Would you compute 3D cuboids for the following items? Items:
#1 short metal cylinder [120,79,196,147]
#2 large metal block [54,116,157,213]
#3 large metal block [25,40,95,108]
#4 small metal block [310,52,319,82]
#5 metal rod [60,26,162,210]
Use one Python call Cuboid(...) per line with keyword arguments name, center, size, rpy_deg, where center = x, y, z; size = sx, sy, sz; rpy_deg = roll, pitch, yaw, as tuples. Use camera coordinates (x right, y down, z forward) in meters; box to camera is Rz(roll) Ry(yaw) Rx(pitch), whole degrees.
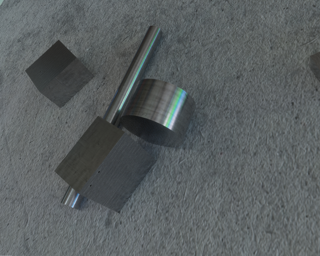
Cuboid(name="short metal cylinder", center=(-0.002, -0.017, 0.380), size=(0.080, 0.080, 0.050), rpy_deg=(9, 67, 32))
Cuboid(name="large metal block", center=(-0.062, 0.045, 0.373), size=(0.050, 0.080, 0.080), rpy_deg=(29, 77, 37))
Cuboid(name="large metal block", center=(-0.174, -0.095, 0.537), size=(0.080, 0.050, 0.080), rpy_deg=(-44, 51, -3))
Cuboid(name="small metal block", center=(0.201, -0.065, 0.339), size=(0.050, 0.025, 0.050), rpy_deg=(-24, 53, 13))
Cuboid(name="metal rod", center=(-0.063, -0.028, 0.453), size=(0.025, 0.025, 0.300), rpy_deg=(10, 67, 32))
